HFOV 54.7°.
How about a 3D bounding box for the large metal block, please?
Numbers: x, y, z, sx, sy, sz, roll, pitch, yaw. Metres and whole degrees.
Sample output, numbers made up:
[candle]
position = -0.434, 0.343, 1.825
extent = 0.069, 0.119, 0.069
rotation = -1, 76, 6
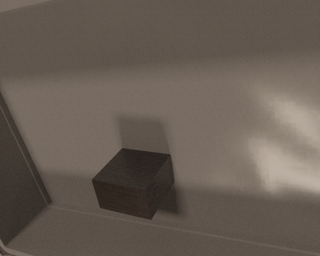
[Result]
[large metal block]
position = -0.034, 0.075, 0.436
extent = 0.080, 0.080, 0.050
rotation = 5, 121, 25
